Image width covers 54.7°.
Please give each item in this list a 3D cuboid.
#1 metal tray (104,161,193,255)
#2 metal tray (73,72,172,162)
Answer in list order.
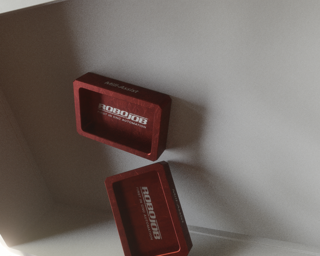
[{"bbox_3d":[-0.017,0.120,0.436,0.090,0.030,0.129,-18,83,15],"label":"metal tray"},{"bbox_3d":[-0.054,-0.016,0.423,0.130,0.030,0.089,18,126,17],"label":"metal tray"}]
